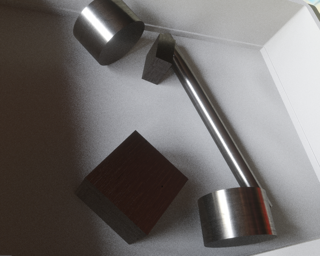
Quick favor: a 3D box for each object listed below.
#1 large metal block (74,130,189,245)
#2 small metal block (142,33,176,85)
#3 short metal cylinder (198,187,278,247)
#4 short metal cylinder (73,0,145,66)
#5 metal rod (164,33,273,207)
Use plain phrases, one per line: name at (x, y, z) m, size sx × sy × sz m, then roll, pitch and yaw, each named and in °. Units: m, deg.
large metal block at (-0.030, 0.063, 0.336) m, size 0.080 × 0.050 × 0.080 m, roll 43°, pitch 51°, yaw 1°
small metal block at (-0.002, -0.100, 0.451) m, size 0.025 × 0.050 × 0.050 m, roll 20°, pitch 54°, yaw -17°
short metal cylinder at (0.087, 0.104, 0.355) m, size 0.081 × 0.080 × 0.050 m, roll 8°, pitch 58°, yaw -24°
short metal cylinder at (-0.067, -0.130, 0.415) m, size 0.050 × 0.080 × 0.080 m, roll 48°, pitch 51°, yaw 5°
metal rod at (0.073, -0.017, 0.457) m, size 0.025 × 0.025 × 0.299 m, roll -16°, pitch 70°, yaw -35°
